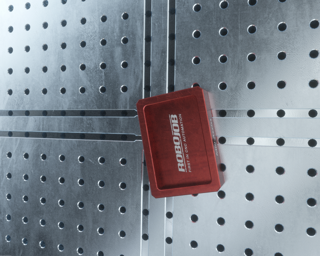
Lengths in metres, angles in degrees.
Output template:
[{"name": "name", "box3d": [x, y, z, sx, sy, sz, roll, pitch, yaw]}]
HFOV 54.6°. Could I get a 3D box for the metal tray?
[{"name": "metal tray", "box3d": [0.025, 0.019, 0.401, 0.090, 0.030, 0.129, -11, 86, 19]}]
